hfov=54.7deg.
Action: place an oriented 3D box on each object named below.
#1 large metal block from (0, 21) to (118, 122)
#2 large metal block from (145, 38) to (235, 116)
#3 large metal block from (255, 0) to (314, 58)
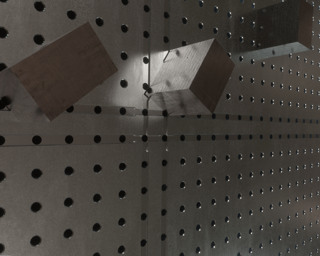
[{"bbox_3d":[-0.101,-0.049,0.290,0.080,0.080,0.050,-45,118,-31],"label":"large metal block"},{"bbox_3d":[0.040,-0.064,0.409,0.050,0.080,0.080,42,65,-33],"label":"large metal block"},{"bbox_3d":[0.227,-0.181,0.567,0.050,0.080,0.080,9,84,-40],"label":"large metal block"}]
